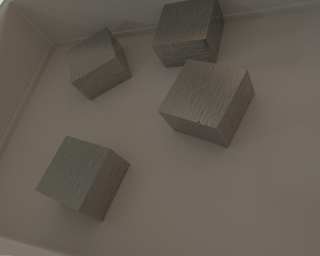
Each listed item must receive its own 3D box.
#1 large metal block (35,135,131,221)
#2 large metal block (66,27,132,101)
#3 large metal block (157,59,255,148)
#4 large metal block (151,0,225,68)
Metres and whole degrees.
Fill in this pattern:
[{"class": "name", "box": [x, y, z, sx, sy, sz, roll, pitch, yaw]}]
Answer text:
[{"class": "large metal block", "box": [-0.099, 0.063, 0.401, 0.080, 0.050, 0.080, 13, 68, 33]}, {"class": "large metal block", "box": [-0.100, -0.104, 0.504, 0.080, 0.050, 0.080, -28, 52, 10]}, {"class": "large metal block", "box": [0.058, -0.032, 0.378, 0.080, 0.050, 0.080, 19, 71, 35]}, {"class": "large metal block", "box": [0.043, -0.138, 0.451, 0.080, 0.050, 0.080, 1, 62, 28]}]
